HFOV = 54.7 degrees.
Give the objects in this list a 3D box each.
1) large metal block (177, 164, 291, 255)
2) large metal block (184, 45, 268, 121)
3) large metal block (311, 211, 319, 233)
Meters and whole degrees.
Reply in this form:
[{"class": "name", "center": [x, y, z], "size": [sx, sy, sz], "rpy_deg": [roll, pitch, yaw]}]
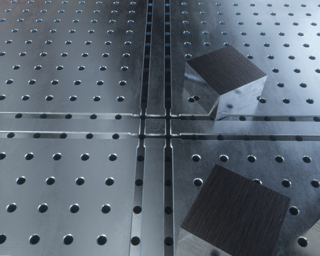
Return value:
[{"class": "large metal block", "center": [0.073, 0.096, 0.312], "size": [0.080, 0.050, 0.080], "rpy_deg": [24, 54, 18]}, {"class": "large metal block", "center": [0.092, -0.067, 0.449], "size": [0.081, 0.050, 0.080], "rpy_deg": [-24, 54, -19]}, {"class": "large metal block", "center": [0.220, 0.089, 0.320], "size": [0.080, 0.050, 0.080], "rpy_deg": [33, 57, 24]}]
